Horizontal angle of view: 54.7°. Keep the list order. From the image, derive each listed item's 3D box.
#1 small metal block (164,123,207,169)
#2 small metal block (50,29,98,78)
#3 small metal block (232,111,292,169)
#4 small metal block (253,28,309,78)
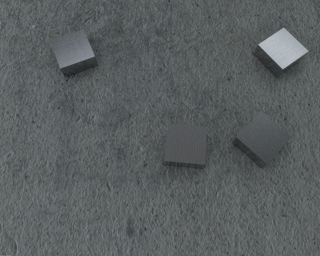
[{"bbox_3d":[0.033,0.024,0.400,0.050,0.025,0.050,5,70,2],"label":"small metal block"},{"bbox_3d":[-0.123,-0.108,0.446,0.050,0.025,0.050,-22,72,-8],"label":"small metal block"},{"bbox_3d":[0.132,0.015,0.403,0.050,0.025,0.050,-43,76,-14],"label":"small metal block"},{"bbox_3d":[0.174,-0.109,0.449,0.050,0.025,0.050,-34,74,-12],"label":"small metal block"}]
